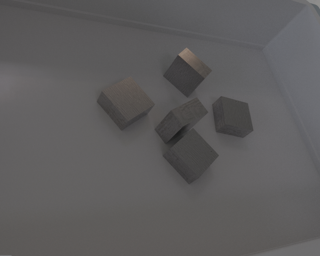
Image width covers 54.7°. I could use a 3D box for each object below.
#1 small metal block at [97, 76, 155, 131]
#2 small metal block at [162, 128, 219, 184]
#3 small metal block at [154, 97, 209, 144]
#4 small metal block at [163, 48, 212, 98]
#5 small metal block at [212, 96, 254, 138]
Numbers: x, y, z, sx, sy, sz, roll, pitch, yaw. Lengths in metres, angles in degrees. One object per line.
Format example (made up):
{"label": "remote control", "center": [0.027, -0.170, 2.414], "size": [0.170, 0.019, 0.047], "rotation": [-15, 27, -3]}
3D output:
{"label": "small metal block", "center": [-0.044, -0.033, 0.402], "size": [0.050, 0.025, 0.050], "rotation": [49, 51, 6]}
{"label": "small metal block", "center": [0.041, 0.036, 0.405], "size": [0.050, 0.025, 0.050], "rotation": [47, 51, 5]}
{"label": "small metal block", "center": [0.028, -0.010, 0.410], "size": [0.050, 0.050, 0.025], "rotation": [-28, 78, -37]}
{"label": "small metal block", "center": [0.040, -0.081, 0.461], "size": [0.050, 0.050, 0.025], "rotation": [42, 51, 0]}
{"label": "small metal block", "center": [0.111, -0.017, 0.475], "size": [0.050, 0.025, 0.050], "rotation": [12, 57, -22]}
